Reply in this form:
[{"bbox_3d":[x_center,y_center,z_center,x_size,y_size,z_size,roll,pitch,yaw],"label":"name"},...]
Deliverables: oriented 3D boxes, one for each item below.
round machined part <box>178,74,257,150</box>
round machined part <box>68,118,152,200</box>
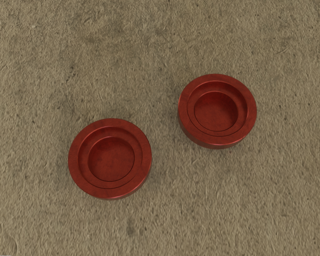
[{"bbox_3d":[0.072,-0.018,0.406,0.099,0.042,0.098,0,70,0],"label":"round machined part"},{"bbox_3d":[-0.059,0.040,0.384,0.099,0.042,0.098,0,70,0],"label":"round machined part"}]
